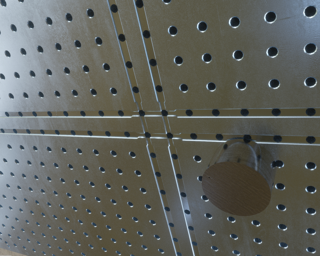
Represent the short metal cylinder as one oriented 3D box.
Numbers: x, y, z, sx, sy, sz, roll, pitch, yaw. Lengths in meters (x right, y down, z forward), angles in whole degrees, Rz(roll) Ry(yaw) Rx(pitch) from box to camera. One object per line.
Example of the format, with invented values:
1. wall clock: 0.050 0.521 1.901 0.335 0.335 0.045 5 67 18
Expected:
1. short metal cylinder: 0.098 0.060 0.380 0.080 0.050 0.079 13 124 20
